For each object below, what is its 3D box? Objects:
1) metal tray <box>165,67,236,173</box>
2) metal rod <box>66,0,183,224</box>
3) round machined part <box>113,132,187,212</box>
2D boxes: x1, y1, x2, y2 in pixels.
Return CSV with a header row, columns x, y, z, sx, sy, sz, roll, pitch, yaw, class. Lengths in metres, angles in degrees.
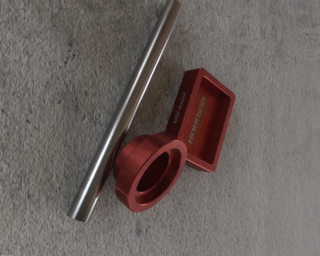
x,y,z,sx,sy,sz,roll,pitch,yaw,class
0.059,-0.010,0.452,0.090,0.030,0.130,30,71,-36,metal tray
-0.035,-0.034,0.377,0.025,0.025,0.300,35,68,-35,metal rod
-0.016,0.046,0.364,0.099,0.042,0.097,-36,144,-32,round machined part
